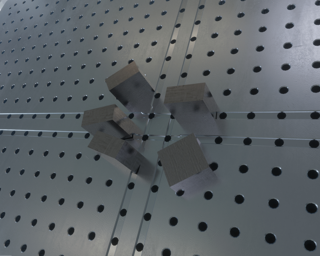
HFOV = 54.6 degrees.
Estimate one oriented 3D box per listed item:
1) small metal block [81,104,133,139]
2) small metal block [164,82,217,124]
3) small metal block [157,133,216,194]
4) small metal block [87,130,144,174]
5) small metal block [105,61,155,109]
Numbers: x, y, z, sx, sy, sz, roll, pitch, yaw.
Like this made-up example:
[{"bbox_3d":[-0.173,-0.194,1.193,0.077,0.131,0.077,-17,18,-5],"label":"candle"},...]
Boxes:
[{"bbox_3d":[-0.073,-0.005,0.435,0.050,0.050,0.025,-11,57,22],"label":"small metal block"},{"bbox_3d":[0.039,-0.030,0.391,0.050,0.050,0.025,-3,60,27],"label":"small metal block"},{"bbox_3d":[0.031,0.042,0.367,0.050,0.025,0.050,-29,52,10],"label":"small metal block"},{"bbox_3d":[-0.057,0.031,0.404,0.050,0.050,0.025,17,71,35],"label":"small metal block"},{"bbox_3d":[-0.043,-0.062,0.454,0.050,0.050,0.025,-31,52,8],"label":"small metal block"}]
